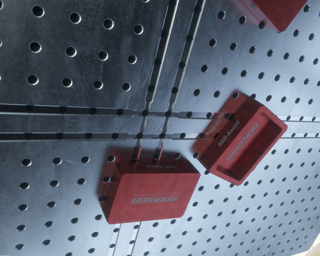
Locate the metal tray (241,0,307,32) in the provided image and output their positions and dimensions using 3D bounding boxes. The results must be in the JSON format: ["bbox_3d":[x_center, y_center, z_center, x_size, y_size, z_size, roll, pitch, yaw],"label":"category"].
[{"bbox_3d":[0.132,-0.187,0.366,0.131,0.030,0.090,26,104,-38],"label":"metal tray"}]

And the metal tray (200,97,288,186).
[{"bbox_3d":[0.136,0.026,0.500,0.090,0.030,0.130,29,102,-38],"label":"metal tray"}]

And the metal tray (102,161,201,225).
[{"bbox_3d":[-0.012,0.095,0.462,0.131,0.030,0.089,5,116,-31],"label":"metal tray"}]
